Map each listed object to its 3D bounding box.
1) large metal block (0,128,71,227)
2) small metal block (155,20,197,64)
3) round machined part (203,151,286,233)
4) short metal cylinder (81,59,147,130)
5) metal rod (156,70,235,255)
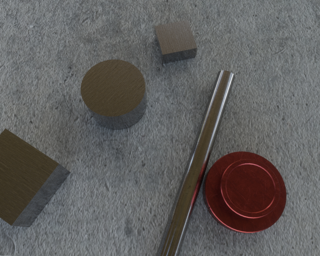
[{"bbox_3d":[-0.170,0.060,0.371,0.080,0.050,0.080,31,73,10],"label":"large metal block"},{"bbox_3d":[0.022,-0.126,0.455,0.050,0.025,0.050,-12,71,-5],"label":"small metal block"},{"bbox_3d":[0.103,0.075,0.373,0.099,0.042,0.098,0,70,-1],"label":"round machined part"},{"bbox_3d":[-0.059,-0.043,0.410,0.081,0.050,0.080,0,70,0],"label":"short metal cylinder"},{"bbox_3d":[0.042,0.058,0.387,0.025,0.025,0.300,19,71,6],"label":"metal rod"}]
